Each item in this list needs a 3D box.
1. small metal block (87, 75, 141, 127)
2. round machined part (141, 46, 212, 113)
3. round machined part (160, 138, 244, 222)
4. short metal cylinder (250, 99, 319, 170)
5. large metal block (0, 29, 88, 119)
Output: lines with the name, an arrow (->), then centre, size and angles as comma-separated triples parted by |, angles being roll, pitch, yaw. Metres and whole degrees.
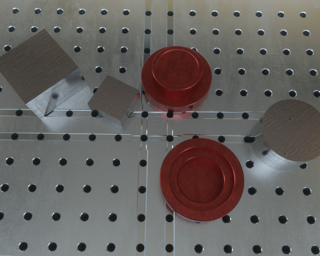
small metal block -> -0.062, -0.037, 0.425 | 0.050, 0.025, 0.050 | 27, 72, 9
round machined part -> 0.023, -0.074, 0.430 | 0.099, 0.042, 0.098 | 0, 70, 0
round machined part -> 0.049, 0.065, 0.379 | 0.099, 0.042, 0.098 | 0, 70, 0
short metal cylinder -> 0.163, 0.010, 0.396 | 0.081, 0.050, 0.080 | 0, 70, 0
large metal block -> -0.161, -0.074, 0.424 | 0.080, 0.050, 0.080 | -39, 75, -13
